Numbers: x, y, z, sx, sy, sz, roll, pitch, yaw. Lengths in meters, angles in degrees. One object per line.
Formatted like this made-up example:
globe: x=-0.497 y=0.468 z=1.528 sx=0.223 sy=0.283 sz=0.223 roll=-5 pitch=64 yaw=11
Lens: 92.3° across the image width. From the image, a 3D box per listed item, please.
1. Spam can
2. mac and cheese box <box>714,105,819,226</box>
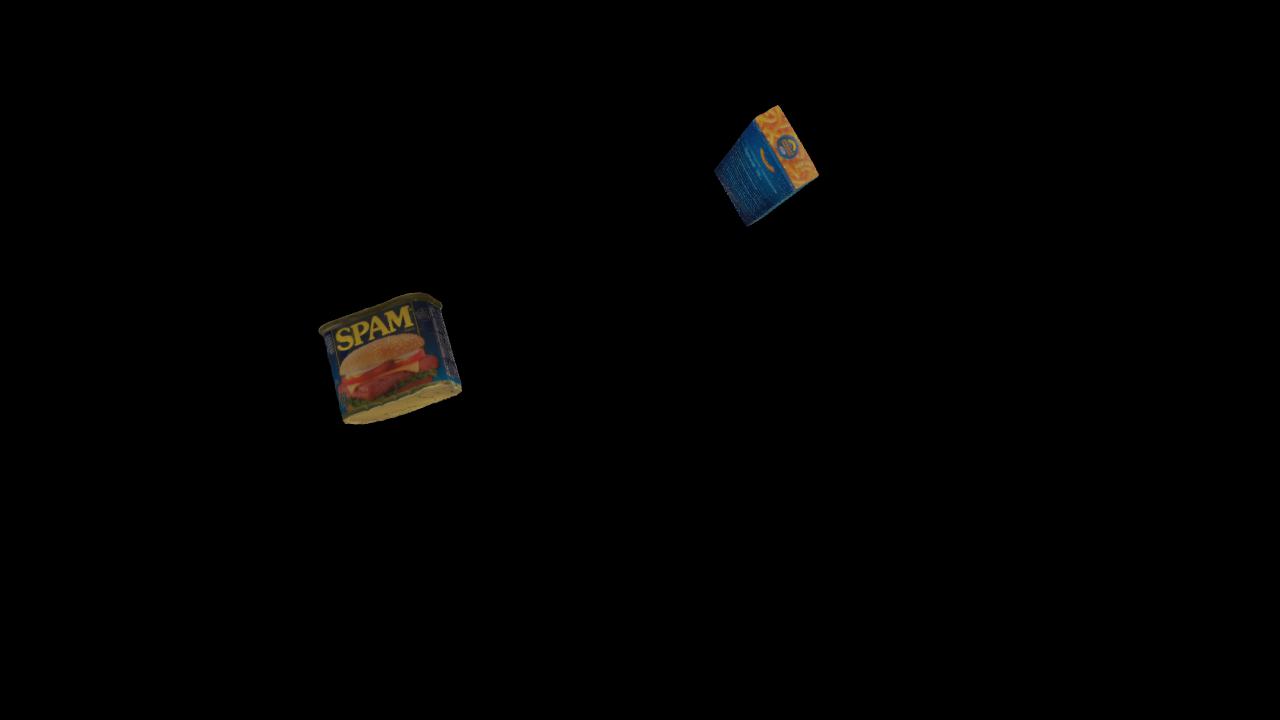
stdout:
Spam can: x=-0.213 y=0.001 z=0.530 sx=0.101 sy=0.085 sz=0.058 roll=-19 pitch=-12 yaw=3
mac and cheese box: x=0.149 y=-0.231 z=0.759 sx=0.041 sy=0.093 sz=0.184 roll=-31 pitch=4 yaw=-6
